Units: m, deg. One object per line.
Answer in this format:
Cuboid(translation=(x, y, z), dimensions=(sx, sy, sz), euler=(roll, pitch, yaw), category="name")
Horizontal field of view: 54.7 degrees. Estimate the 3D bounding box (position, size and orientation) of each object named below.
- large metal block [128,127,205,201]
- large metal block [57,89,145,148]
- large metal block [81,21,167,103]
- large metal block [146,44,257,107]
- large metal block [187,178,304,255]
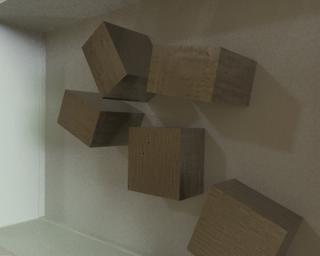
Cuboid(translation=(0.007, 0.039, 0.383), dimensions=(0.080, 0.050, 0.079), euler=(2, 91, 39), category="large metal block")
Cuboid(translation=(-0.083, -0.014, 0.437), dimensions=(0.080, 0.081, 0.050), euler=(30, 109, 36), category="large metal block")
Cuboid(translation=(-0.044, -0.083, 0.405), dimensions=(0.050, 0.081, 0.080), euler=(-37, 67, 33), category="large metal block")
Cuboid(translation=(0.045, -0.055, 0.332), dimensions=(0.080, 0.081, 0.050), euler=(14, 99, 39), category="large metal block")
Cuboid(translation=(0.085, 0.110, 0.319), dimensions=(0.080, 0.050, 0.079), euler=(29, 108, 36), category="large metal block")
